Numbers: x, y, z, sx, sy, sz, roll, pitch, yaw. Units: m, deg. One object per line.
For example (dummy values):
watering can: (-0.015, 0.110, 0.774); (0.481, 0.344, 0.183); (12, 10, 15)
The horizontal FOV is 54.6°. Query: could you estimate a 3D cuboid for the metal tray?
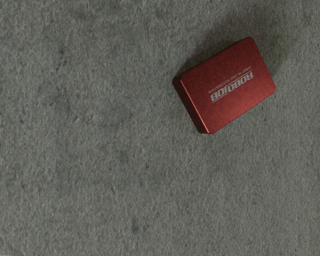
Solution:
metal tray: (0.094, -0.061, 0.440); (0.131, 0.030, 0.090); (-32, 101, -17)
